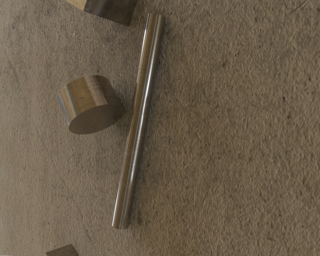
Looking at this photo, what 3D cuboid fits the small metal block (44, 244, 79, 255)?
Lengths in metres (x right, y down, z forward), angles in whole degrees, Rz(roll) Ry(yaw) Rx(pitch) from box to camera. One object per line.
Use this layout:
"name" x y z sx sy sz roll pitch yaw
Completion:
"small metal block" -0.176 0.235 0.534 0.025 0.050 0.050 37 113 34

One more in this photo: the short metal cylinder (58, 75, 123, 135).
"short metal cylinder" -0.101 -0.032 0.452 0.080 0.081 0.050 -39 66 33

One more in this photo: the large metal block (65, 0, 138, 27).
"large metal block" -0.089 -0.193 0.443 0.080 0.081 0.050 38 114 33

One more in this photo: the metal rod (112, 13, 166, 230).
"metal rod" -0.031 -0.003 0.430 0.025 0.025 0.298 17 101 38
